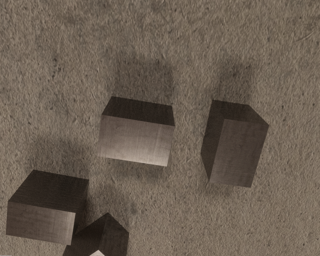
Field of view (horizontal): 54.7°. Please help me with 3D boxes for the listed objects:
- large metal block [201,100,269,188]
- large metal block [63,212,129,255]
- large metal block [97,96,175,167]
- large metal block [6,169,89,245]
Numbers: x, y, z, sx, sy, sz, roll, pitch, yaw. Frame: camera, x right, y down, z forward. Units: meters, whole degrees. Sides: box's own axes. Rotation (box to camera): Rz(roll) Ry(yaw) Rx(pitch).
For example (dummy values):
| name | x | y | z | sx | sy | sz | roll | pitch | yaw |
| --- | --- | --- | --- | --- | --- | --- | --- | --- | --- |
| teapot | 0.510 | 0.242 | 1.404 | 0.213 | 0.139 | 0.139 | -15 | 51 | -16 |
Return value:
| name | x | y | z | sx | sy | sz | roll | pitch | yaw |
| --- | --- | --- | --- | --- | --- | --- | --- | --- | --- |
| large metal block | 0.088 | 0.016 | 0.388 | 0.050 | 0.080 | 0.079 | 8 | 110 | -4 |
| large metal block | -0.095 | 0.183 | 0.447 | 0.080 | 0.080 | 0.050 | -36 | 107 | 12 |
| large metal block | -0.028 | 0.001 | 0.381 | 0.081 | 0.080 | 0.050 | 9 | 110 | -4 |
| large metal block | -0.147 | 0.104 | 0.417 | 0.081 | 0.080 | 0.050 | 11 | 110 | -5 |
